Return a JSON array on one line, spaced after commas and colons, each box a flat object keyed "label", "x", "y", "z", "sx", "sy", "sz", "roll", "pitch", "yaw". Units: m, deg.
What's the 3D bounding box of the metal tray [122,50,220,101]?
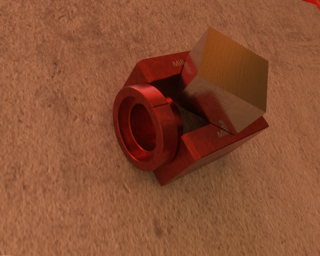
[{"label": "metal tray", "x": 0.014, "y": -0.060, "z": 0.411, "sx": 0.131, "sy": 0.090, "sz": 0.030, "roll": -20, "pitch": 73, "yaw": -36}]

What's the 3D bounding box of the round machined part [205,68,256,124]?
[{"label": "round machined part", "x": 0.091, "y": -0.038, "z": 0.432, "sx": 0.042, "sy": 0.097, "sz": 0.098, "roll": -17, "pitch": 71, "yaw": -35}]

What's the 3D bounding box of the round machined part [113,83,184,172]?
[{"label": "round machined part", "x": -0.011, "y": -0.003, "z": 0.355, "sx": 0.042, "sy": 0.097, "sz": 0.098, "roll": -17, "pitch": 71, "yaw": -35}]

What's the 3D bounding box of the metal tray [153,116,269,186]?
[{"label": "metal tray", "x": 0.062, "y": 0.022, "z": 0.383, "sx": 0.131, "sy": 0.090, "sz": 0.030, "roll": -19, "pitch": 72, "yaw": -36}]

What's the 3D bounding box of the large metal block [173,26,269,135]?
[{"label": "large metal block", "x": 0.069, "y": -0.052, "z": 0.341, "sx": 0.080, "sy": 0.050, "sz": 0.080, "roll": 26, "pitch": 52, "yaw": -12}]
